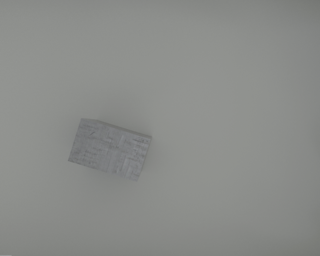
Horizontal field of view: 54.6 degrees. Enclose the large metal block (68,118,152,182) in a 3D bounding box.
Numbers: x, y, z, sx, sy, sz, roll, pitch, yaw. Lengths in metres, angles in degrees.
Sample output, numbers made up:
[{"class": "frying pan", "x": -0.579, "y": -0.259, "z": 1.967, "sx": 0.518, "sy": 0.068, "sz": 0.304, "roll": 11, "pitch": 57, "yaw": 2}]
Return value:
[{"class": "large metal block", "x": -0.056, "y": 0.024, "z": 0.384, "sx": 0.080, "sy": 0.080, "sz": 0.050, "roll": 17, "pitch": 90, "yaw": 0}]
